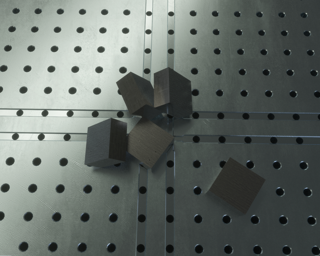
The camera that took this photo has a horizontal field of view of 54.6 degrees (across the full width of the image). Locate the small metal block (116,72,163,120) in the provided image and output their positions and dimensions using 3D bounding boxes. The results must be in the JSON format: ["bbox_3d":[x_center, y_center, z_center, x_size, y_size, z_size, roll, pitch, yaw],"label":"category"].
[{"bbox_3d":[-0.025,-0.041,0.410,0.025,0.050,0.050,-33,70,20],"label":"small metal block"}]

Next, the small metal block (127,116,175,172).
[{"bbox_3d":[-0.016,0.021,0.404,0.050,0.025,0.050,34,74,11],"label":"small metal block"}]

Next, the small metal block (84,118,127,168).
[{"bbox_3d":[-0.068,0.020,0.389,0.050,0.025,0.050,-18,63,41],"label":"small metal block"}]

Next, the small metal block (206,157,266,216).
[{"bbox_3d":[0.094,0.073,0.386,0.050,0.025,0.050,33,73,11],"label":"small metal block"}]

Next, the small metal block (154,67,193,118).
[{"bbox_3d":[0.018,-0.046,0.413,0.025,0.050,0.050,-16,65,37],"label":"small metal block"}]
